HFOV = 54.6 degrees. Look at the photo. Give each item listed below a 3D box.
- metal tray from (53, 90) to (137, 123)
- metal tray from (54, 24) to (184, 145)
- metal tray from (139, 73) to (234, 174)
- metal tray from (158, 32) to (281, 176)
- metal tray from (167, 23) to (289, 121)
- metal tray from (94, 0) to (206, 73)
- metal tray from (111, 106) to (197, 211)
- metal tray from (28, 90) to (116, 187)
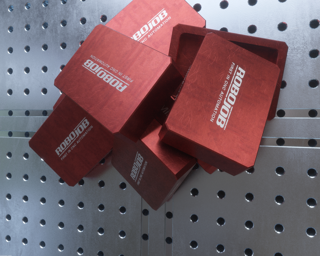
[{"bbox_3d":[-0.082,-0.049,0.439,0.090,0.030,0.130,41,102,15],"label":"metal tray"},{"bbox_3d":[-0.049,-0.052,0.334,0.130,0.030,0.090,35,87,36],"label":"metal tray"},{"bbox_3d":[0.033,-0.008,0.368,0.130,0.090,0.030,46,105,15],"label":"metal tray"},{"bbox_3d":[0.065,-0.028,0.320,0.090,0.030,0.130,26,63,-3],"label":"metal tray"},{"bbox_3d":[0.072,-0.063,0.361,0.131,0.030,0.090,10,93,-1],"label":"metal tray"},{"bbox_3d":[-0.017,-0.114,0.396,0.130,0.030,0.090,-42,79,0],"label":"metal tray"},{"bbox_3d":[-0.015,0.041,0.369,0.030,0.129,0.090,-38,75,-27],"label":"metal tray"},{"bbox_3d":[-0.111,0.010,0.426,0.090,0.030,0.130,46,116,-2],"label":"metal tray"}]
